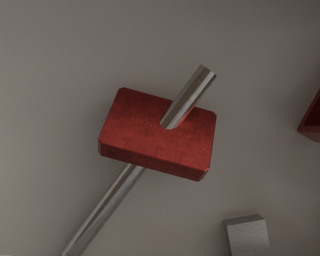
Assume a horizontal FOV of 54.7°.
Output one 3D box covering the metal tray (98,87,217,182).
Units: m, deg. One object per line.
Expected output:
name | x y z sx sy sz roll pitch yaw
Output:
metal tray | -0.001 0.006 0.385 0.131 0.030 0.090 15 54 -1

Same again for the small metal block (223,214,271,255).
small metal block | 0.116 0.147 0.413 0.050 0.025 0.050 -10 90 -1

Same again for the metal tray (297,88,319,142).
metal tray | 0.231 -0.044 0.382 0.030 0.090 0.130 29 90 0

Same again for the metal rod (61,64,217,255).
metal rod | -0.030 0.049 0.392 0.025 0.025 0.299 37 97 -1
